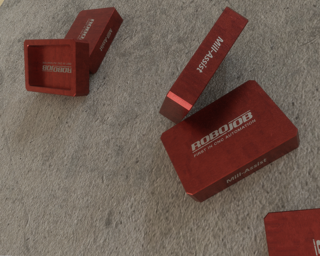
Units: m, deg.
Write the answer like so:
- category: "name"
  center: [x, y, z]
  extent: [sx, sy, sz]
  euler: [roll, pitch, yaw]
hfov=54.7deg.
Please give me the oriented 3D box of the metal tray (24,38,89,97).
- category: "metal tray"
  center: [-0.178, -0.104, 0.527]
  extent: [0.130, 0.030, 0.089]
  euler: [9, 103, 32]

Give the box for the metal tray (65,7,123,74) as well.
- category: "metal tray"
  center: [-0.133, -0.161, 0.570]
  extent: [0.090, 0.030, 0.130]
  euler: [8, 65, 31]

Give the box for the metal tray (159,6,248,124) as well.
- category: "metal tray"
  center: [0.050, -0.072, 0.379]
  extent: [0.030, 0.090, 0.130]
  euler: [34, 78, 1]

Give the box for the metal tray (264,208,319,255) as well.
- category: "metal tray"
  center: [0.140, 0.132, 0.246]
  extent: [0.090, 0.030, 0.130]
  euler: [-12, 57, 21]

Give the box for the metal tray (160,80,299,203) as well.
- category: "metal tray"
  center: [0.075, 0.013, 0.353]
  extent: [0.130, 0.030, 0.090]
  euler: [-32, 52, 7]
